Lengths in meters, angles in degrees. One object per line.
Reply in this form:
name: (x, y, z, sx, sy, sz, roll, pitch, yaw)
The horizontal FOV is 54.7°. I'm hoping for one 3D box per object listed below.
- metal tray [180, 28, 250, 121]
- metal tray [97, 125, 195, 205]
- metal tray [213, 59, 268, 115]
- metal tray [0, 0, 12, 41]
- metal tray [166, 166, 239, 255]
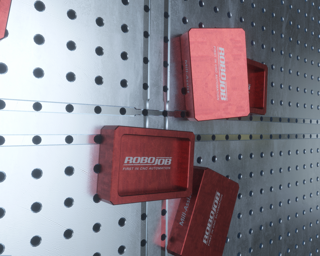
metal tray: (0.082, -0.078, 0.456, 0.091, 0.030, 0.129, -6, 94, -18)
metal tray: (-0.013, 0.046, 0.397, 0.131, 0.030, 0.089, 5, 87, -40)
metal tray: (0.131, -0.071, 0.518, 0.131, 0.030, 0.089, 5, 87, -40)
metal tray: (-0.190, -0.129, 0.246, 0.131, 0.030, 0.090, 13, 82, -40)
metal tray: (0.068, 0.132, 0.466, 0.090, 0.030, 0.130, 30, 71, -36)
